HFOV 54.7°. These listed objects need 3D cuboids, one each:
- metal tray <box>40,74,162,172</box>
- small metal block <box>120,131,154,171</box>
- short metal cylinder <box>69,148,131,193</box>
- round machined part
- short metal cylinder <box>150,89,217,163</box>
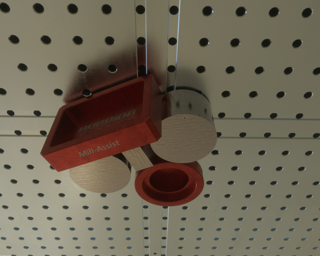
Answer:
[{"bbox_3d":[-0.064,-0.007,0.356,0.130,0.090,0.030,-18,128,15],"label":"metal tray"},{"bbox_3d":[-0.030,0.019,0.406,0.025,0.050,0.050,-20,128,16],"label":"small metal block"},{"bbox_3d":[-0.079,0.045,0.428,0.081,0.050,0.079,0,130,0],"label":"short metal cylinder"},{"bbox_3d":[0.013,0.069,0.454,0.099,0.042,0.097,0,130,0],"label":"round machined part"},{"bbox_3d":[0.028,-0.001,0.389,0.081,0.050,0.079,0,130,0],"label":"short metal cylinder"}]
